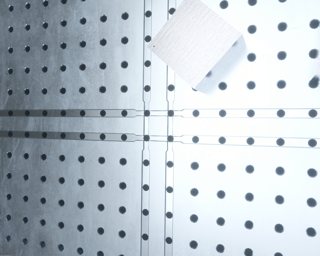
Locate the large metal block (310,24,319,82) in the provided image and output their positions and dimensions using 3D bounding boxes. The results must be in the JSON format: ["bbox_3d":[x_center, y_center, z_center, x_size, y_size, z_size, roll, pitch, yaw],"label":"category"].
[{"bbox_3d":[0.211,-0.088,0.325,0.080,0.050,0.080,10,93,19],"label":"large metal block"}]

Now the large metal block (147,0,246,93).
[{"bbox_3d":[0.046,-0.102,0.383,0.080,0.050,0.080,45,104,14],"label":"large metal block"}]
